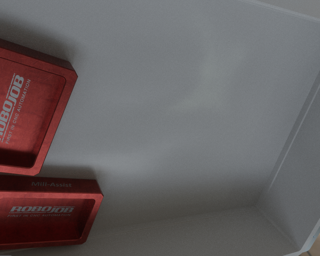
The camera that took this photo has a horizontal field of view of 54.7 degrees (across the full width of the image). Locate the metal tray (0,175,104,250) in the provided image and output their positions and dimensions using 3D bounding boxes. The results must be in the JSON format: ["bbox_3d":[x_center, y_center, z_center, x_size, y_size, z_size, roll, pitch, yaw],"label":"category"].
[{"bbox_3d":[-0.148,0.107,0.391,0.131,0.030,0.089,10,114,-33],"label":"metal tray"}]

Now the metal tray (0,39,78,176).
[{"bbox_3d":[-0.150,-0.017,0.313,0.091,0.030,0.129,15,111,-35],"label":"metal tray"}]
